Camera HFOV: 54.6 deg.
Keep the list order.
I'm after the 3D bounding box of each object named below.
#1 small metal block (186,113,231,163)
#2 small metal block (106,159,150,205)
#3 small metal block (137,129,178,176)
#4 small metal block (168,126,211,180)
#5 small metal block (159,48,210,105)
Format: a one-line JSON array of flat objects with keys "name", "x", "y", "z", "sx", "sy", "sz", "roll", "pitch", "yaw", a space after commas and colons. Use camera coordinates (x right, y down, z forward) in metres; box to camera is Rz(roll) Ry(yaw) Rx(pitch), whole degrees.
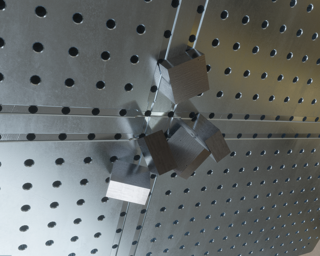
[{"name": "small metal block", "x": 0.069, "y": 0.014, "z": 0.440, "sx": 0.025, "sy": 0.050, "sz": 0.050, "roll": -37, "pitch": 129, "yaw": -4}, {"name": "small metal block", "x": -0.040, "y": 0.070, "z": 0.405, "sx": 0.050, "sy": 0.050, "sz": 0.025, "roll": 15, "pitch": 113, "yaw": -9}, {"name": "small metal block", "x": -0.005, "y": 0.032, "z": 0.398, "sx": 0.025, "sy": 0.050, "sz": 0.050, "roll": -23, "pitch": 90, "yaw": -15}, {"name": "small metal block", "x": 0.033, "y": 0.034, "z": 0.431, "sx": 0.050, "sy": 0.050, "sz": 0.025, "roll": -48, "pitch": 145, "yaw": 5}, {"name": "small metal block", "x": 0.031, "y": -0.064, "z": 0.388, "sx": 0.050, "sy": 0.025, "sz": 0.050, "roll": -25, "pitch": 128, "yaw": -13}]
